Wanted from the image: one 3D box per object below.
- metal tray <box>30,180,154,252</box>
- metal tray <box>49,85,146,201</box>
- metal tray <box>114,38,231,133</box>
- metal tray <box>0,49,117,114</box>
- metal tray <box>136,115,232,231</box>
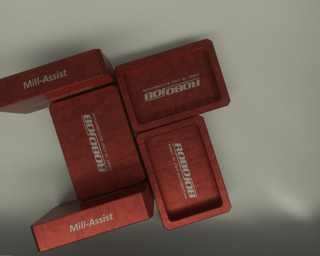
[{"bbox_3d":[-0.074,0.101,0.375,0.131,0.090,0.030,-17,90,-1],"label":"metal tray"},{"bbox_3d":[-0.079,0.019,0.405,0.090,0.030,0.129,-17,90,-1],"label":"metal tray"},{"bbox_3d":[0.016,-0.054,0.407,0.131,0.030,0.090,-17,90,-1],"label":"metal tray"},{"bbox_3d":[-0.123,-0.052,0.374,0.131,0.090,0.030,-18,90,-1],"label":"metal tray"},{"bbox_3d":[0.030,0.057,0.408,0.090,0.030,0.129,-17,90,-1],"label":"metal tray"}]
